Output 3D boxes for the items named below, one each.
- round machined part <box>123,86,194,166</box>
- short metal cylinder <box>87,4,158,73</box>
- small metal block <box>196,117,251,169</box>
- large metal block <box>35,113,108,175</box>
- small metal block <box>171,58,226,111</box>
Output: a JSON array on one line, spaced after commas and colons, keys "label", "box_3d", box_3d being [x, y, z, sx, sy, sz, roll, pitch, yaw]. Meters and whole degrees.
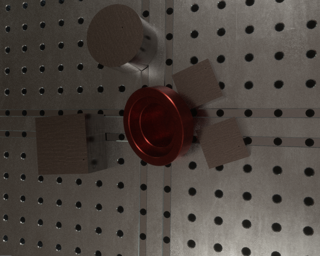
[{"label": "round machined part", "box_3d": [0.003, -0.005, 0.389, 0.098, 0.042, 0.097, 13, 110, 39]}, {"label": "short metal cylinder", "box_3d": [-0.050, -0.117, 0.416, 0.080, 0.050, 0.079, 0, 90, 19]}, {"label": "small metal block", "box_3d": [0.079, 0.018, 0.385, 0.050, 0.025, 0.050, -21, 83, 18]}, {"label": "large metal block", "box_3d": [-0.126, 0.023, 0.442, 0.080, 0.050, 0.079, -4, 89, 19]}, {"label": "small metal block", "box_3d": [0.050, -0.053, 0.395, 0.050, 0.025, 0.050, -23, 83, 18]}]
